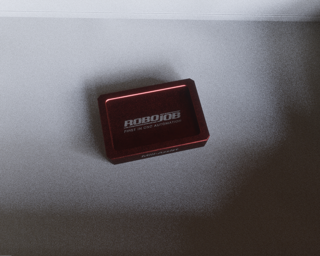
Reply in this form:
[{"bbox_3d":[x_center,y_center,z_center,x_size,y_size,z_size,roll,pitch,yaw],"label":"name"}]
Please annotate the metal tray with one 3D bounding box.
[{"bbox_3d":[-0.010,-0.009,0.410,0.131,0.030,0.090,-11,71,-5],"label":"metal tray"}]
